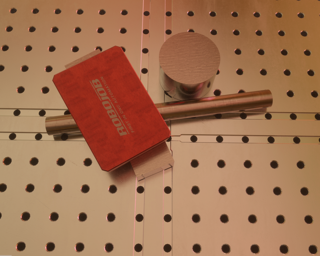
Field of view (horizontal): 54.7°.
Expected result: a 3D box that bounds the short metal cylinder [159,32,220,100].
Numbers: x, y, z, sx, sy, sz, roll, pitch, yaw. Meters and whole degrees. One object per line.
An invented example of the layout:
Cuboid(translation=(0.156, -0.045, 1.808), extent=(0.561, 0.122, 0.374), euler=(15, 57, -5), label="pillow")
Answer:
Cuboid(translation=(0.039, -0.084, 0.429), extent=(0.081, 0.050, 0.080), euler=(0, 70, 0), label="short metal cylinder")

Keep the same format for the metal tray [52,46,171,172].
Cuboid(translation=(-0.058, -0.023, 0.376), extent=(0.090, 0.030, 0.130), euler=(-29, 84, -10), label="metal tray")

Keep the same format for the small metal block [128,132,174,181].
Cuboid(translation=(-0.015, 0.033, 0.398), extent=(0.050, 0.025, 0.050), euler=(-22, 72, -8), label="small metal block")

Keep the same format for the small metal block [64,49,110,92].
Cuboid(translation=(-0.096, -0.074, 0.424), extent=(0.050, 0.050, 0.025), euler=(-30, 73, -11), label="small metal block")

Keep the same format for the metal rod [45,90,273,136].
Cuboid(translation=(0.001, -0.022, 0.420), extent=(0.302, 0.025, 0.025), euler=(-7, 70, -3), label="metal rod")
